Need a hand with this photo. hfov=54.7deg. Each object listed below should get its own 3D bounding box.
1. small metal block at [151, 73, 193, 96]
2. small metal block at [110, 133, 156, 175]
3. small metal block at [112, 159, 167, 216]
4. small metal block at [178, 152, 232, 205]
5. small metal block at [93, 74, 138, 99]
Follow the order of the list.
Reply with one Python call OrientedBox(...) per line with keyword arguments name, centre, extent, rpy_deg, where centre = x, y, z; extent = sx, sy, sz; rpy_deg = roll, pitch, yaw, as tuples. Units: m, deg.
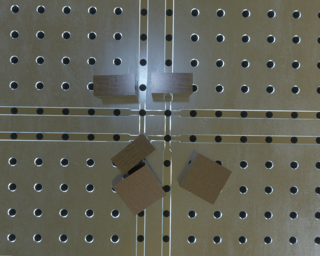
OrientedBox(name="small metal block", centre=(0.015, -0.055, 0.401), extent=(0.050, 0.050, 0.025), rpy_deg=(0, 90, -1))
OrientedBox(name="small metal block", centre=(-0.033, 0.032, 0.401), extent=(0.050, 0.050, 0.025), rpy_deg=(-39, 90, 0))
OrientedBox(name="small metal block", centre=(-0.027, 0.078, 0.408), extent=(0.050, 0.025, 0.050), rpy_deg=(-34, 104, 0))
OrientedBox(name="small metal block", centre=(0.060, 0.066, 0.414), extent=(0.050, 0.025, 0.050), rpy_deg=(29, 90, -1))
OrientedBox(name="small metal block", centre=(-0.056, -0.052, 0.400), extent=(0.050, 0.050, 0.025), rpy_deg=(-2, 90, -1))
